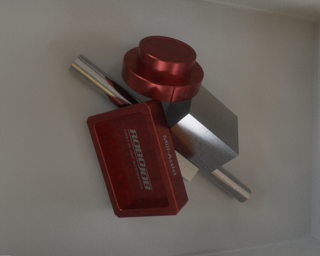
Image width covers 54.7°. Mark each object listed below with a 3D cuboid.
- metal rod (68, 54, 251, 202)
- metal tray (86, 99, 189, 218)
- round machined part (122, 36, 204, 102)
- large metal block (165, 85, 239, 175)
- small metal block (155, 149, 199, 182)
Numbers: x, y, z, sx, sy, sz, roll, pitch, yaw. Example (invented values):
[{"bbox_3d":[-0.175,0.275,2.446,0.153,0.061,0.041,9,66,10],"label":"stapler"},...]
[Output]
[{"bbox_3d":[0.011,0.010,0.414,0.301,0.025,0.025,38,78,-16],"label":"metal rod"},{"bbox_3d":[-0.027,0.038,0.367,0.030,0.090,0.129,-26,102,-60],"label":"metal tray"},{"bbox_3d":[0.006,-0.077,0.371,0.099,0.098,0.042,-2,131,-20],"label":"round machined part"},{"bbox_3d":[0.053,-0.002,0.396,0.080,0.050,0.080,39,35,-16],"label":"large metal block"},{"bbox_3d":[0.017,0.042,0.403,0.050,0.050,0.025,40,77,-16],"label":"small metal block"}]
